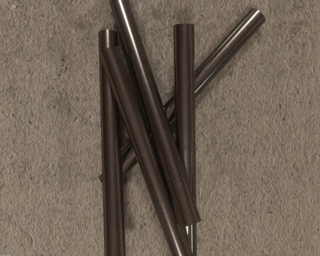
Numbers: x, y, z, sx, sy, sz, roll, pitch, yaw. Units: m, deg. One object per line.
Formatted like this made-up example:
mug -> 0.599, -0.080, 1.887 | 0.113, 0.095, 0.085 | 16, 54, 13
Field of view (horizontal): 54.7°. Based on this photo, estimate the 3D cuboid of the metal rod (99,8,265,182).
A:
metal rod -> 0.029, -0.038, 0.410 | 0.025, 0.025, 0.300 | 42, 89, -1

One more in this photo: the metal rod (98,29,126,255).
metal rod -> -0.061, 0.023, 0.388 | 0.025, 0.025, 0.298 | -3, 82, -1

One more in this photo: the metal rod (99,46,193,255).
metal rod -> -0.012, 0.046, 0.381 | 0.025, 0.025, 0.298 | -20, 91, 0

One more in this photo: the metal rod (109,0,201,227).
metal rod -> -0.009, -0.028, 0.387 | 0.025, 0.025, 0.299 | -18, 81, 0

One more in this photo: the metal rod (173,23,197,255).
metal rod -> 0.032, 0.024, 0.392 | 0.025, 0.025, 0.298 | -2, 97, -1
